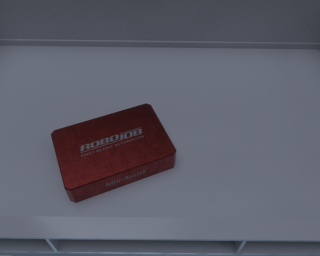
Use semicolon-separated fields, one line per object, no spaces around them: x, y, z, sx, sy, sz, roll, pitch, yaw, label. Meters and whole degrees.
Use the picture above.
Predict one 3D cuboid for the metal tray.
-0.057;0.026;0.380;0.131;0.030;0.090;-18;52;-15;metal tray
